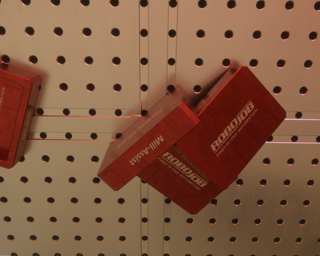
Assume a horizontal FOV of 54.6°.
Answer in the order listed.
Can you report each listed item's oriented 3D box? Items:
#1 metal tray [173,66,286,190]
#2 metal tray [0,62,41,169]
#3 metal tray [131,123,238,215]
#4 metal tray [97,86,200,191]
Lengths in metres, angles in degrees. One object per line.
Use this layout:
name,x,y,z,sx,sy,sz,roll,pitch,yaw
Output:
metal tray,0.085,-0.001,0.385,0.090,0.030,0.130,44,81,-15
metal tray,-0.217,-0.020,0.401,0.090,0.030,0.129,19,109,-7
metal tray,0.030,0.051,0.423,0.130,0.030,0.090,39,106,-19
metal tray,-0.014,0.010,0.381,0.130,0.090,0.030,-40,105,13
